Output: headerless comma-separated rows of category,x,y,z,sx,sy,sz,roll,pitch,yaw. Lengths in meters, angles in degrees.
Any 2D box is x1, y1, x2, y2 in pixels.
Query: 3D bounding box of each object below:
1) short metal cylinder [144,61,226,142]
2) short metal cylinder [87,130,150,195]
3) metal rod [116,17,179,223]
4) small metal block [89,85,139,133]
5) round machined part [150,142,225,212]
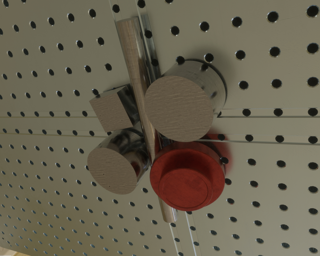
short metal cylinder,0.029,-0.031,0.355,0.080,0.050,0.079,13,124,21
short metal cylinder,-0.057,0.049,0.450,0.080,0.050,0.079,13,124,21
metal rod,-0.010,0.008,0.416,0.025,0.025,0.298,3,120,27
small metal block,-0.060,-0.025,0.422,0.050,0.025,0.050,-12,113,33
round machined part,0.035,0.069,0.404,0.099,0.042,0.097,4,117,8
